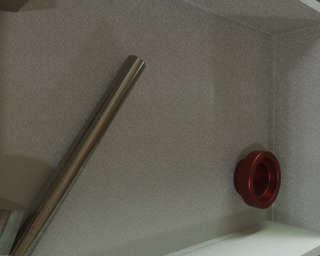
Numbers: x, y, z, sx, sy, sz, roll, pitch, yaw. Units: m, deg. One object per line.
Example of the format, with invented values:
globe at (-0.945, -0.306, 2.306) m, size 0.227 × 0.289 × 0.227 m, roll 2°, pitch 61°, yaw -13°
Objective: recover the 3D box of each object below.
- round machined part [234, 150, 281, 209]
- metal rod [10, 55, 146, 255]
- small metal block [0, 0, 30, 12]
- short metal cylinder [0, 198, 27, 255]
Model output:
round machined part at (0.166, 0.087, 0.538) m, size 0.099 × 0.042 × 0.097 m, roll 0°, pitch 90°, yaw -40°
metal rod at (-0.095, 0.042, 0.328) m, size 0.025 × 0.025 × 0.300 m, roll 42°, pitch 64°, yaw -32°
small metal block at (-0.145, -0.123, 0.269) m, size 0.050 × 0.050 × 0.025 m, roll -10°, pitch 97°, yaw -40°
short metal cylinder at (-0.155, 0.078, 0.242) m, size 0.080 × 0.080 × 0.050 m, roll 27°, pitch 73°, yaw -37°
